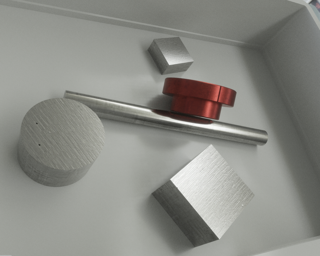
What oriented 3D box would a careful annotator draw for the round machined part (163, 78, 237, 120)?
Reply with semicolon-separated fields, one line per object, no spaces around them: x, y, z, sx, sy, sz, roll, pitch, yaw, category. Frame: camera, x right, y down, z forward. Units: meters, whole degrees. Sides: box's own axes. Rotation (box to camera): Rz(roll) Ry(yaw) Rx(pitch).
0.051;-0.037;0.423;0.099;0.098;0.042;10;93;-23;round machined part

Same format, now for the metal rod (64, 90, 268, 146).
0.023;-0.008;0.424;0.302;0.025;0.025;10;58;-23;metal rod

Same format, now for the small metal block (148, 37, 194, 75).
0.017;-0.114;0.486;0.050;0.025;0.050;-17;71;-35;small metal block

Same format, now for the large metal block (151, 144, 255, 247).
0.052;0.079;0.371;0.081;0.050;0.080;-34;81;-38;large metal block

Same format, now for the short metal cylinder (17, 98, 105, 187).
-0.104;0.016;0.325;0.081;0.050;0.080;14;56;-21;short metal cylinder
